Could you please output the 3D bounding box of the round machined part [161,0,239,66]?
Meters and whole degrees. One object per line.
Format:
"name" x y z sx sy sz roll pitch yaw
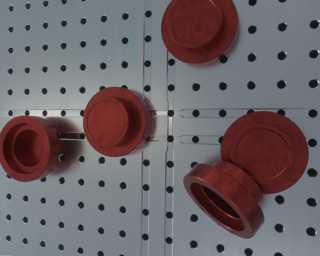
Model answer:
"round machined part" 0.047 -0.129 0.387 0.098 0.042 0.097 0 90 20

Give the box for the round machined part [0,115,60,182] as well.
"round machined part" -0.193 0.030 0.473 0.098 0.042 0.097 0 90 20

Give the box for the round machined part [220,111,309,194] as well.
"round machined part" 0.120 0.029 0.361 0.098 0.042 0.097 0 90 20

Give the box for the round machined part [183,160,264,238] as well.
"round machined part" 0.077 0.076 0.357 0.098 0.098 0.042 41 68 15

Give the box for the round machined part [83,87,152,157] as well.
"round machined part" -0.065 -0.008 0.427 0.098 0.042 0.097 0 90 20
